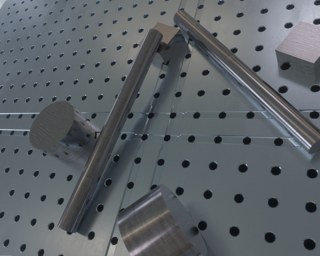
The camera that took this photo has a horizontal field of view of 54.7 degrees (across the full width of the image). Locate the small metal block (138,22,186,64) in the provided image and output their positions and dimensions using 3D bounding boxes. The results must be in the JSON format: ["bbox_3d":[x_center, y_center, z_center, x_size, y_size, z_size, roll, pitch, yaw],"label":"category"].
[{"bbox_3d":[0.003,-0.135,0.490,0.050,0.025,0.050,33,80,38],"label":"small metal block"}]

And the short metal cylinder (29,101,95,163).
[{"bbox_3d":[-0.146,0.006,0.465,0.080,0.050,0.080,-13,56,21],"label":"short metal cylinder"}]

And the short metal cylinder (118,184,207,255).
[{"bbox_3d":[0.003,0.103,0.308,0.050,0.080,0.080,-36,51,5],"label":"short metal cylinder"}]

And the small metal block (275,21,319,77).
[{"bbox_3d":[0.178,-0.097,0.374,0.050,0.025,0.050,-49,52,-6],"label":"small metal block"}]

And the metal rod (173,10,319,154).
[{"bbox_3d":[0.097,-0.081,0.406,0.025,0.025,0.300,-36,51,4],"label":"metal rod"}]

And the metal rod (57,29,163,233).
[{"bbox_3d":[-0.063,-0.006,0.427,0.025,0.025,0.299,13,73,33],"label":"metal rod"}]
